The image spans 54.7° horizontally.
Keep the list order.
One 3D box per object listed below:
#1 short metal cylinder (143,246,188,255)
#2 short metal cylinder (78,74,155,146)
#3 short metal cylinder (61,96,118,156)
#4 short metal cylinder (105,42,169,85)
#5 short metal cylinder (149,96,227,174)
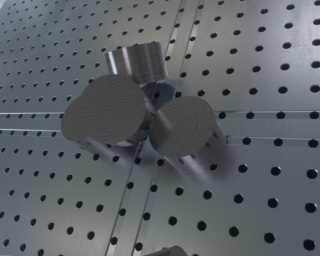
[{"bbox_3d":[0.003,0.154,0.277,0.050,0.080,0.080,-23,53,14],"label":"short metal cylinder"},{"bbox_3d":[-0.050,-0.019,0.372,0.080,0.050,0.080,-1,82,11],"label":"short metal cylinder"},{"bbox_3d":[-0.093,-0.006,0.445,0.080,0.050,0.080,-13,56,21],"label":"short metal cylinder"},{"bbox_3d":[-0.032,-0.086,0.434,0.080,0.080,0.050,-8,100,24],"label":"short metal cylinder"},{"bbox_3d":[0.034,0.009,0.369,0.080,0.050,0.080,-13,56,21],"label":"short metal cylinder"}]
